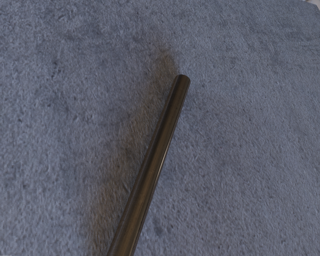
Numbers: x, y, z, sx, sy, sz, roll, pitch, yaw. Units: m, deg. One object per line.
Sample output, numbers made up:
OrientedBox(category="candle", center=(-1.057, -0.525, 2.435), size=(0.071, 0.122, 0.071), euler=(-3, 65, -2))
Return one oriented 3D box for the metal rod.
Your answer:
OrientedBox(category="metal rod", center=(-0.008, 0.041, 0.376), size=(0.025, 0.025, 0.300), euler=(29, 52, -11))
